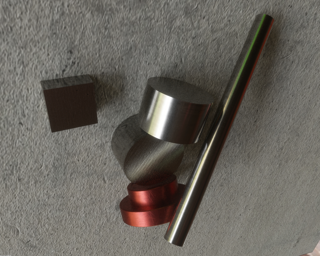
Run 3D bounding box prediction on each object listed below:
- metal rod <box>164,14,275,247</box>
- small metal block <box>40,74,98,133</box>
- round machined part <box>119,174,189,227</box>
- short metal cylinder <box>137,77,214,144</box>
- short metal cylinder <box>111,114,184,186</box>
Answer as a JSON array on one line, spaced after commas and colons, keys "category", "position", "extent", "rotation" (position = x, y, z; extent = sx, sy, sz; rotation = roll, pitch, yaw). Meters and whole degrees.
[{"category": "metal rod", "position": [0.075, -0.002, 0.381], "extent": [0.025, 0.025, 0.299], "rotation": [28, 82, -38]}, {"category": "small metal block", "position": [-0.098, -0.027, 0.337], "extent": [0.050, 0.025, 0.050], "rotation": [-13, 124, -21]}, {"category": "round machined part", "position": [-0.007, 0.092, 0.421], "extent": [0.099, 0.098, 0.042], "rotation": [-14, 97, -20]}, {"category": "short metal cylinder", "position": [0.018, -0.023, 0.367], "extent": [0.081, 0.080, 0.050], "rotation": [3, 117, -30]}, {"category": "short metal cylinder", "position": [-0.016, 0.027, 0.398], "extent": [0.081, 0.050, 0.079], "rotation": [-14, 124, -21]}]
